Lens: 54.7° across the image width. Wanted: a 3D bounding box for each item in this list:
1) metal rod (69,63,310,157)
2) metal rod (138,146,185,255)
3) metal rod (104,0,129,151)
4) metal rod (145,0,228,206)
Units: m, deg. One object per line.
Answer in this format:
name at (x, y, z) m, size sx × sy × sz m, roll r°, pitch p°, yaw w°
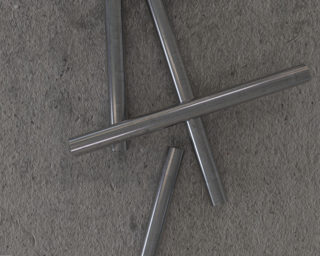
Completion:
metal rod at (0.036, -0.022, 0.383) m, size 0.302 × 0.025 × 0.025 m, roll -18°, pitch 90°, yaw 0°
metal rod at (-0.016, 0.171, 0.409) m, size 0.025 × 0.025 × 0.298 m, roll 15°, pitch 90°, yaw 0°
metal rod at (-0.059, -0.120, 0.409) m, size 0.025 × 0.025 × 0.298 m, roll -2°, pitch 90°, yaw 0°
metal rod at (0.033, -0.044, 0.409) m, size 0.025 × 0.025 × 0.298 m, roll -18°, pitch 90°, yaw 0°
